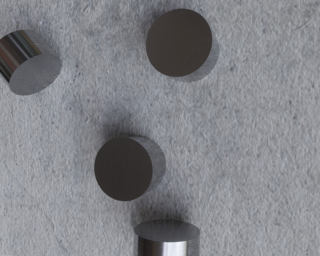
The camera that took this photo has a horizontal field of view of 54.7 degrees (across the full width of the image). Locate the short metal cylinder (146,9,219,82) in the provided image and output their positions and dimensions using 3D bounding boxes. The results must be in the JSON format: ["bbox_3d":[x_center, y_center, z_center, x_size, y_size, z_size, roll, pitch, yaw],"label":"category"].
[{"bbox_3d":[0.029,-0.099,0.385,0.080,0.050,0.079,0,90,19],"label":"short metal cylinder"}]

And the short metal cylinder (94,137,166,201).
[{"bbox_3d":[-0.038,0.051,0.408,0.080,0.050,0.079,0,90,19],"label":"short metal cylinder"}]

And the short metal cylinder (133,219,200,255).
[{"bbox_3d":[0.008,0.148,0.376,0.080,0.080,0.050,2,91,19],"label":"short metal cylinder"}]

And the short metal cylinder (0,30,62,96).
[{"bbox_3d":[-0.191,-0.093,0.445,0.080,0.080,0.050,-45,76,14],"label":"short metal cylinder"}]
